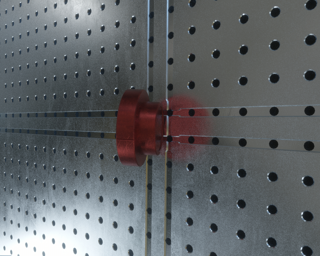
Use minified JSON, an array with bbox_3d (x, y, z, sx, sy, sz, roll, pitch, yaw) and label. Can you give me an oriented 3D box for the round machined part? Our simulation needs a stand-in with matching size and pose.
[{"bbox_3d":[-0.020,0.000,0.392,0.042,0.098,0.097,3,92,9],"label":"round machined part"}]
